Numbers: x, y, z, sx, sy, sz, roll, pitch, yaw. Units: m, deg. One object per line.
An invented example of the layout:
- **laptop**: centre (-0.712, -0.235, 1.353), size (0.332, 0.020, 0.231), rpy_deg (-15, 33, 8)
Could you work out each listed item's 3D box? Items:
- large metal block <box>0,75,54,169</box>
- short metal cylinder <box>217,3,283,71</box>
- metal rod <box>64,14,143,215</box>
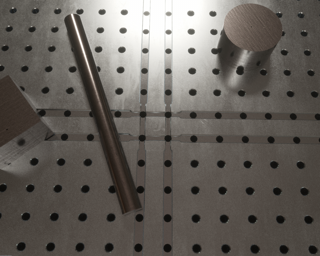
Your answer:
- **large metal block**: centre (-0.200, -0.007, 0.399), size (0.080, 0.050, 0.080), rpy_deg (-37, 74, -13)
- **short metal cylinder**: centre (0.128, -0.131, 0.448), size (0.081, 0.050, 0.080), rpy_deg (0, 70, 0)
- **metal rod**: centre (-0.083, -0.032, 0.422), size (0.025, 0.025, 0.299), rpy_deg (-18, 71, -7)
